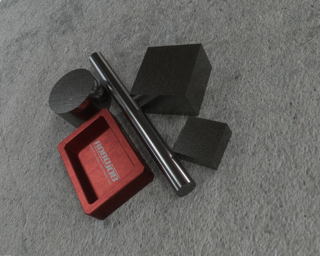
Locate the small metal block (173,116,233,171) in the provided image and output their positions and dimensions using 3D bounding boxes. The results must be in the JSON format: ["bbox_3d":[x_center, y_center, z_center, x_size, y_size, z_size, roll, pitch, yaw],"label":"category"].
[{"bbox_3d":[0.051,0.017,0.368,0.050,0.025,0.050,14,69,33],"label":"small metal block"}]

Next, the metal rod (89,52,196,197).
[{"bbox_3d":[-0.040,-0.025,0.440,0.025,0.025,0.300,-38,51,2],"label":"metal rod"}]

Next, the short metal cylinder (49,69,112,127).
[{"bbox_3d":[-0.122,-0.045,0.479,0.080,0.050,0.080,-13,56,20],"label":"short metal cylinder"}]

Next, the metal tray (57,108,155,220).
[{"bbox_3d":[-0.077,0.043,0.414,0.090,0.030,0.130,-39,51,1],"label":"metal tray"}]

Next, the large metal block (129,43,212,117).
[{"bbox_3d":[0.017,-0.064,0.419,0.080,0.050,0.080,5,64,30],"label":"large metal block"}]
